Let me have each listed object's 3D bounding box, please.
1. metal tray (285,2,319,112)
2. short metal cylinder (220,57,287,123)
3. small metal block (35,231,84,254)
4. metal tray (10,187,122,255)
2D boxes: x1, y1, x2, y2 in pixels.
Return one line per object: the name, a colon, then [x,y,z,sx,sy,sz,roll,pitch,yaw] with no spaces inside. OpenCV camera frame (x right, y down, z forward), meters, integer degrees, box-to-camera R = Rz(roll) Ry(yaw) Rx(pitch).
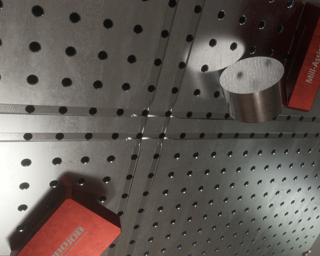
metal tray: [0.201,-0.098,0.420,0.030,0.090,0.129,12,118,7]
short metal cylinder: [0.125,-0.052,0.414,0.080,0.080,0.050,-31,129,-9]
small metal block: [-0.141,0.172,0.442,0.050,0.025,0.050,-39,130,-2]
metal tray: [-0.127,0.154,0.418,0.090,0.030,0.130,39,96,-21]
